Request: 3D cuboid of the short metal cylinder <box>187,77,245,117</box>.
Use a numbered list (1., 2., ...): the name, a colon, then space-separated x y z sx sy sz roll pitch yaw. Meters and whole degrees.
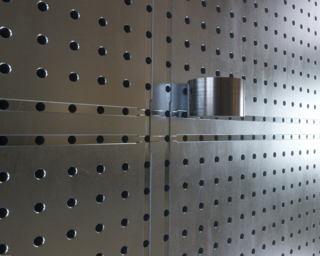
1. short metal cylinder: 0.079 -0.041 0.438 0.081 0.080 0.050 0 90 -40
